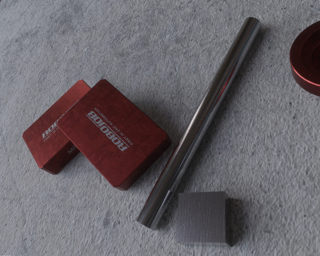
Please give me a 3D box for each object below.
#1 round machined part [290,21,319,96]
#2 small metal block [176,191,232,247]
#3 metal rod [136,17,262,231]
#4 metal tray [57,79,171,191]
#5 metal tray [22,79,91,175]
[{"bbox_3d":[0.195,-0.072,0.335,0.098,0.042,0.098,-13,56,20],"label":"round machined part"},{"bbox_3d":[0.046,0.095,0.321,0.050,0.025,0.050,-8,58,23],"label":"small metal block"},{"bbox_3d":[0.056,-0.017,0.384,0.025,0.025,0.300,19,71,35],"label":"metal rod"},{"bbox_3d":[-0.061,0.006,0.406,0.090,0.030,0.130,-46,66,-6],"label":"metal tray"},{"bbox_3d":[-0.141,-0.004,0.475,0.130,0.030,0.090,-45,51,-3],"label":"metal tray"}]
